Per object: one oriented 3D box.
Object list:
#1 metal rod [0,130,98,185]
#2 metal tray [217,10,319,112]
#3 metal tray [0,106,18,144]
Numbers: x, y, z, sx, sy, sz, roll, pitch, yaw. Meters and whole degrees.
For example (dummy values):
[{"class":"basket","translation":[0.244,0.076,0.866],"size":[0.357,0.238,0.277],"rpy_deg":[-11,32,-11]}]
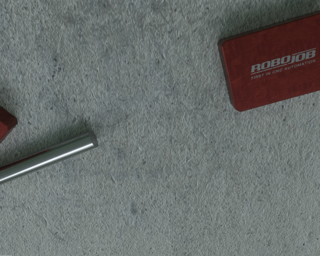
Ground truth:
[{"class":"metal rod","translation":[-0.228,0.068,0.431],"size":[0.301,0.025,0.025],"rpy_deg":[-21,109,7]},{"class":"metal tray","translation":[0.145,-0.081,0.379],"size":[0.131,0.030,0.089],"rpy_deg":[-15,110,5]},{"class":"metal tray","translation":[-0.267,-0.016,0.398],"size":[0.130,0.030,0.090],"rpy_deg":[41,105,-14]}]
